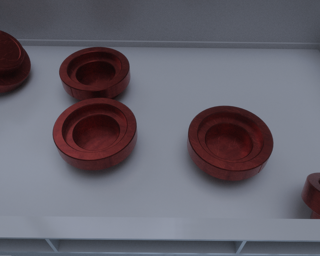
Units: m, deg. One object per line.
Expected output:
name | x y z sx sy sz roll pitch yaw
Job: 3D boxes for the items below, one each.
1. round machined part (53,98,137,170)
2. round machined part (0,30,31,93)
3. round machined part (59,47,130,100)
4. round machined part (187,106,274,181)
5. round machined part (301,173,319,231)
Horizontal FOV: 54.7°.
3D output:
round machined part | -0.077 0.011 0.384 0.099 0.042 0.098 0 50 0
round machined part | -0.237 -0.103 0.447 0.099 0.042 0.098 22 50 -28
round machined part | -0.093 -0.073 0.454 0.099 0.042 0.098 0 50 0
round machined part | 0.082 0.022 0.377 0.099 0.042 0.098 0 50 0
round machined part | 0.191 0.084 0.306 0.099 0.042 0.098 11 15 -3
